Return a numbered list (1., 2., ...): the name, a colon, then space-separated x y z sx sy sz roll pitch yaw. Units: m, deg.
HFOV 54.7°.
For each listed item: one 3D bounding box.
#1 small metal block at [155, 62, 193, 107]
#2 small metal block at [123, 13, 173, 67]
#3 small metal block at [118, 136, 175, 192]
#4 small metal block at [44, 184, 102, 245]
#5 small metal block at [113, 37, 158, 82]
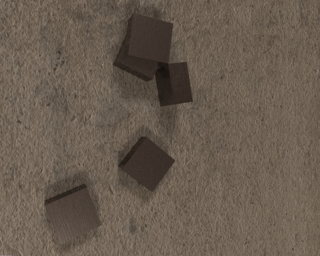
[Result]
1. small metal block: 0.017 -0.055 0.403 0.025 0.050 0.050 -11 94 -20
2. small metal block: -0.014 -0.106 0.378 0.050 0.025 0.050 8 87 -20
3. small metal block: -0.017 0.046 0.404 0.050 0.025 0.050 41 77 -16
4. small metal block: -0.104 0.102 0.371 0.050 0.025 0.050 -22 98 -19
5. small metal block: -0.026 -0.095 0.400 0.050 0.025 0.050 25 82 -19
